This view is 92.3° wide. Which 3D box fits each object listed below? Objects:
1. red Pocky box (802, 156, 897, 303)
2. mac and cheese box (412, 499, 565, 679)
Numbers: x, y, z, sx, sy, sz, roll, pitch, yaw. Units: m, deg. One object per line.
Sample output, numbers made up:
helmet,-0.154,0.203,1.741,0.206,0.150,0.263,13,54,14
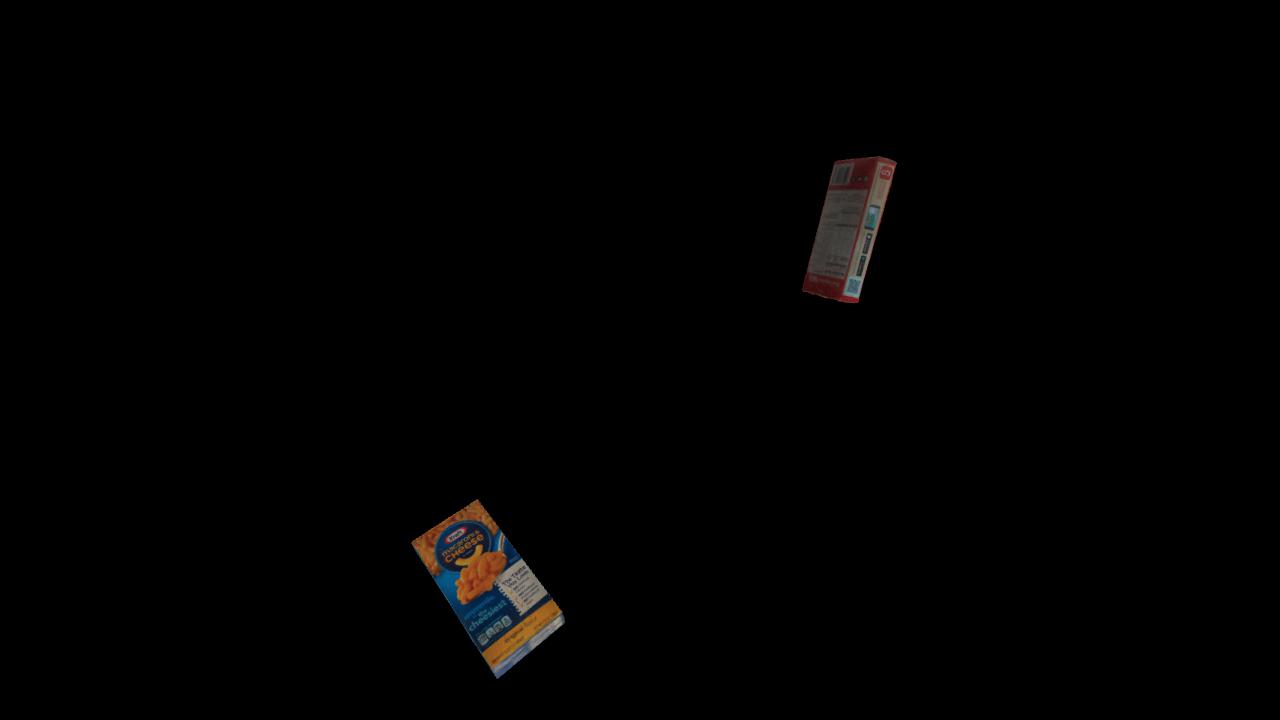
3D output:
red Pocky box,0.232,-0.145,0.691,0.028,0.155,0.083,8,12,-19
mac and cheese box,-0.177,0.256,0.708,0.093,0.041,0.184,-33,56,-26
